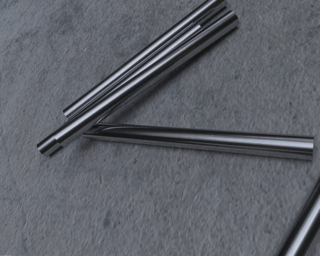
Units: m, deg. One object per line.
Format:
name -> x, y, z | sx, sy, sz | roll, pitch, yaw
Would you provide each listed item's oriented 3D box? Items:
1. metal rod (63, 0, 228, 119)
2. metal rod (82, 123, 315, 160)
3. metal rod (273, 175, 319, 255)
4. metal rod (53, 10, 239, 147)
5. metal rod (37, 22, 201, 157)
metal rod -> -0.025, -0.109, 0.481 | 0.300, 0.025, 0.025 | -37, 51, 3
metal rod -> 0.023, 0.012, 0.383 | 0.300, 0.025, 0.025 | 4, 64, 29
metal rod -> 0.124, 0.101, 0.276 | 0.025, 0.025, 0.300 | 28, 76, 37
metal rod -> -0.017, -0.071, 0.435 | 0.301, 0.025, 0.025 | -35, 51, -4
metal rod -> -0.060, -0.056, 0.467 | 0.300, 0.025, 0.025 | -37, 51, 3
